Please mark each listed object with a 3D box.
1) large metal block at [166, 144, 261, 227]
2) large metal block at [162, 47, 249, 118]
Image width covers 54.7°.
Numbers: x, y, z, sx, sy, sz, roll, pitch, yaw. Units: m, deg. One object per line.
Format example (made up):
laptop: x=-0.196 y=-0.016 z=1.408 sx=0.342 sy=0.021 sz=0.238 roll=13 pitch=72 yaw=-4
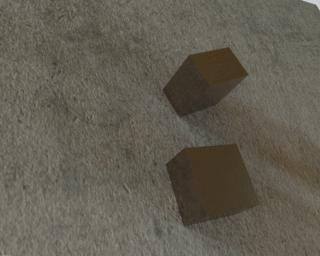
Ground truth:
large metal block: x=0.063 y=0.068 z=0.382 sx=0.081 sy=0.050 sz=0.080 roll=-2 pitch=63 yaw=-30
large metal block: x=0.064 y=-0.065 z=0.445 sx=0.081 sy=0.080 sz=0.050 roll=-20 pitch=73 yaw=-36
